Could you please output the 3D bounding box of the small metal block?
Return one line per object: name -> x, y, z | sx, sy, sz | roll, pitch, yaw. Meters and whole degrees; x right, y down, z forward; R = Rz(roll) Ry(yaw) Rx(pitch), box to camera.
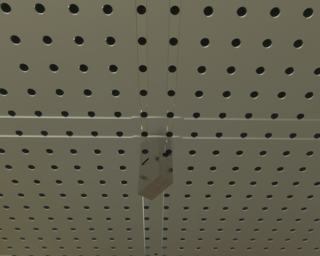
small metal block -> -0.007, 0.069, 0.454 | 0.025, 0.050, 0.050 | 30, 124, -23
